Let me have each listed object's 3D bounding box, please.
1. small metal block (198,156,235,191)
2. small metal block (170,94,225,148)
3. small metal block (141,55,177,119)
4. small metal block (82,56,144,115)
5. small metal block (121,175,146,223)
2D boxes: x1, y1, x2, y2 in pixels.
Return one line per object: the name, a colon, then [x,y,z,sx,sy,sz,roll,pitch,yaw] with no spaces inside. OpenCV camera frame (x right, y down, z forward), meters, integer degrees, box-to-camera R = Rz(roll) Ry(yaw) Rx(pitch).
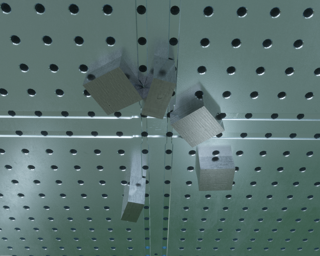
small metal block: [0.084,0.070,0.471,0.050,0.025,0.050,-2,130,1]
small metal block: [0.048,-0.008,0.405,0.050,0.025,0.050,-30,124,23]
small metal block: [-0.002,-0.047,0.355,0.025,0.050,0.050,13,129,-11]
small metal block: [-0.054,-0.049,0.369,0.050,0.025,0.050,-23,127,18]
small metal block: [-0.042,0.112,0.490,0.025,0.050,0.050,13,129,-11]
